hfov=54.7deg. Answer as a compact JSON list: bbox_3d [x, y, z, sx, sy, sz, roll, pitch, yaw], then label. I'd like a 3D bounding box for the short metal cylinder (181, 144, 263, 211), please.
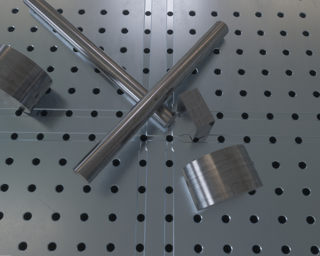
[{"bbox_3d":[0.072,0.059,0.362,0.080,0.080,0.050,-19,71,-7],"label":"short metal cylinder"}]

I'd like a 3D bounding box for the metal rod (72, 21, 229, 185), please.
[{"bbox_3d":[0.003,-0.049,0.404,0.025,0.025,0.301,36,64,12],"label":"metal rod"}]

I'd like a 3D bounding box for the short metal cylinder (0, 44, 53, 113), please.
[{"bbox_3d":[-0.190,-0.063,0.404,0.080,0.080,0.050,27,72,9],"label":"short metal cylinder"}]

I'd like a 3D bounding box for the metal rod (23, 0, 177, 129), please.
[{"bbox_3d":[-0.095,-0.106,0.449,0.300,0.025,0.025,42,75,13],"label":"metal rod"}]

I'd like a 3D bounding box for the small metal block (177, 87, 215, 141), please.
[{"bbox_3d":[0.046,-0.017,0.405,0.025,0.050,0.050,-23,72,-8],"label":"small metal block"}]
